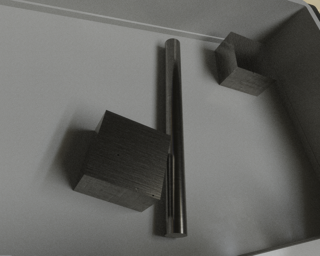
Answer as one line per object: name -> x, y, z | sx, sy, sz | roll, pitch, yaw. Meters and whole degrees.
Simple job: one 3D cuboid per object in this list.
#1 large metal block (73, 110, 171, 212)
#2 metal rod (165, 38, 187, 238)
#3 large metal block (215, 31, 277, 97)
large metal block -> -0.040, 0.038, 0.346 | 0.080, 0.050, 0.080 | 22, 53, -15
metal rod -> 0.019, -0.008, 0.422 | 0.025, 0.025, 0.299 | 14, 56, -21
large metal block -> 0.147, -0.110, 0.538 | 0.081, 0.050, 0.080 | 13, 56, -22
